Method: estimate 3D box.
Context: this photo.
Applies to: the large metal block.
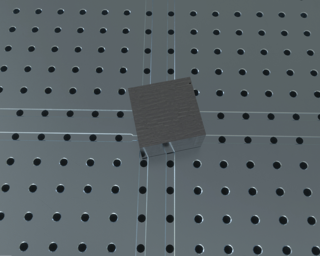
[{"bbox_3d":[0.007,-0.013,0.402,0.080,0.050,0.080,-11,71,-4],"label":"large metal block"}]
